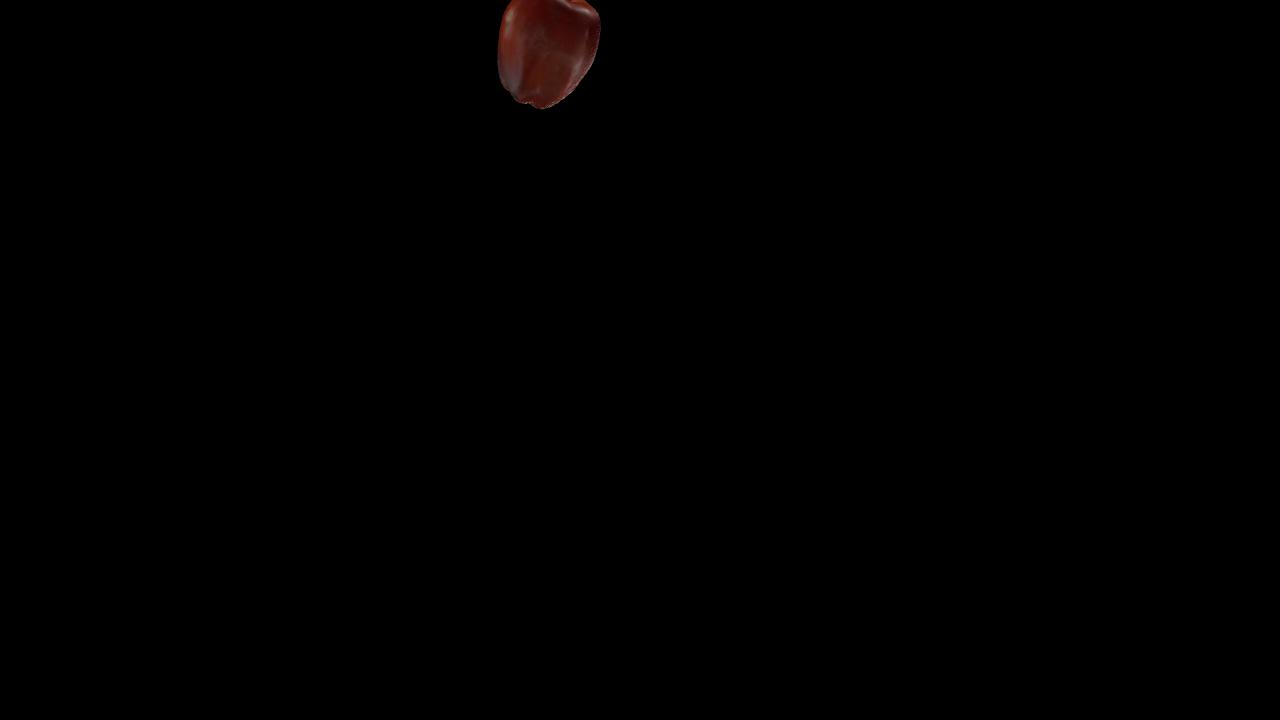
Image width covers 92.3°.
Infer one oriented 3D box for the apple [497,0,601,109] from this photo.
[{"bbox_3d":[-0.072,-0.248,0.481,0.079,0.093,0.079,22,31,-14],"label":"apple"}]
